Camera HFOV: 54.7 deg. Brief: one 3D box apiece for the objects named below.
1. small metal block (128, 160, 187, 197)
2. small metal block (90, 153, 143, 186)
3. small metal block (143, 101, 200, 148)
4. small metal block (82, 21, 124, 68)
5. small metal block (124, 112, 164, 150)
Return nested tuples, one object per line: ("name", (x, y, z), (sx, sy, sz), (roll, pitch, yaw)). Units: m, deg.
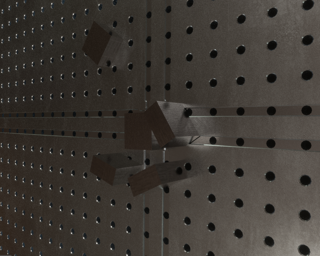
("small metal block", (-0.003, 0.064, 0.394), (0.050, 0.050, 0.025), (-32, 71, 35))
("small metal block", (-0.063, 0.058, 0.442), (0.050, 0.050, 0.025), (22, 104, 37))
("small metal block", (0.015, -0.004, 0.379), (0.025, 0.050, 0.050), (-40, 66, 32))
("small metal block", (-0.090, -0.130, 0.481), (0.050, 0.025, 0.050), (45, 117, 30))
("small metal block", (-0.022, 0.004, 0.426), (0.050, 0.025, 0.050), (-1, 90, 39))
